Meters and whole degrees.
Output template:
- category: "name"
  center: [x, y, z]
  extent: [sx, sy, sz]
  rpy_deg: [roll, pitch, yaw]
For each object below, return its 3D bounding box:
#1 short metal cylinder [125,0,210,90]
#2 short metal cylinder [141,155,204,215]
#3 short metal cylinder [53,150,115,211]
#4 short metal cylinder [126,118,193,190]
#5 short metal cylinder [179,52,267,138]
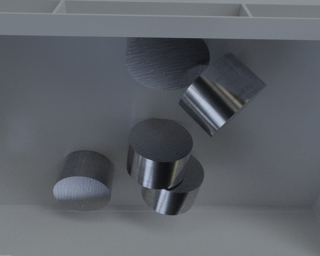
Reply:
- category: "short metal cylinder"
  center: [0.007, -0.083, 0.311]
  extent: [0.081, 0.050, 0.080]
  rpy_deg: [-1, 144, 0]
- category: "short metal cylinder"
  center: [0.017, 0.075, 0.437]
  extent: [0.081, 0.080, 0.050]
  rpy_deg: [7, 130, -7]
- category: "short metal cylinder"
  center: [-0.110, 0.079, 0.458]
  extent: [0.081, 0.050, 0.079]
  rpy_deg: [0, 130, 0]
- category: "short metal cylinder"
  center: [-0.002, 0.032, 0.400]
  extent: [0.081, 0.080, 0.050]
  rpy_deg: [5, 130, -5]
- category: "short metal cylinder"
  center: [0.067, -0.035, 0.335]
  extent: [0.050, 0.080, 0.080]
  rpy_deg: [47, 123, 10]
